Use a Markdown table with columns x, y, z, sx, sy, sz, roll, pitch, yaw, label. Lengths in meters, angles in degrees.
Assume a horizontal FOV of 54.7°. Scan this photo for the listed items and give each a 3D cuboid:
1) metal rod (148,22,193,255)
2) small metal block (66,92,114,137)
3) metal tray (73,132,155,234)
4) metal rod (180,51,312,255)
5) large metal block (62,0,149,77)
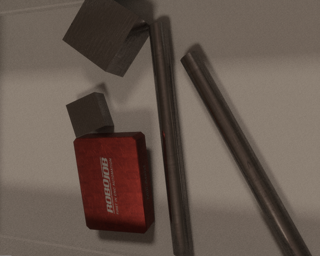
| x | y | z | sx | sy | sz | roll | pitch | yaw | label |
| --- | --- | --- | --- | --- | --- | --- | --- | --- | --- |
| 0.013 | 0.013 | 0.404 | 0.025 | 0.025 | 0.298 | -7 | 88 | 19 | metal rod |
| -0.100 | -0.018 | 0.445 | 0.050 | 0.025 | 0.050 | -21 | 83 | 18 | small metal block |
| -0.061 | 0.072 | 0.415 | 0.090 | 0.030 | 0.129 | -3 | 100 | 19 | metal tray |
| 0.105 | 0.040 | 0.373 | 0.025 | 0.025 | 0.299 | -30 | 81 | 17 | metal rod |
| -0.070 | -0.128 | 0.421 | 0.080 | 0.050 | 0.080 | 37 | 102 | 16 | large metal block |
